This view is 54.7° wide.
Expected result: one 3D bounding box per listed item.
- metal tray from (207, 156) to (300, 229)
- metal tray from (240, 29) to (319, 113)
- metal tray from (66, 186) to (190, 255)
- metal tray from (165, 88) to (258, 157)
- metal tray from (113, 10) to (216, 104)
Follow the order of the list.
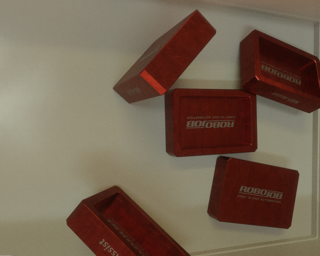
[{"bbox_3d":[0.141,0.097,0.462,0.131,0.030,0.090,12,86,-20],"label":"metal tray"},{"bbox_3d":[0.183,-0.082,0.459,0.131,0.030,0.090,16,62,-20],"label":"metal tray"},{"bbox_3d":[-0.028,0.125,0.338,0.130,0.090,0.030,41,100,11],"label":"metal tray"},{"bbox_3d":[0.074,-0.009,0.436,0.131,0.030,0.089,-2,91,-21],"label":"metal tray"},{"bbox_3d":[-0.002,-0.074,0.355,0.030,0.130,0.090,43,76,-16],"label":"metal tray"}]
